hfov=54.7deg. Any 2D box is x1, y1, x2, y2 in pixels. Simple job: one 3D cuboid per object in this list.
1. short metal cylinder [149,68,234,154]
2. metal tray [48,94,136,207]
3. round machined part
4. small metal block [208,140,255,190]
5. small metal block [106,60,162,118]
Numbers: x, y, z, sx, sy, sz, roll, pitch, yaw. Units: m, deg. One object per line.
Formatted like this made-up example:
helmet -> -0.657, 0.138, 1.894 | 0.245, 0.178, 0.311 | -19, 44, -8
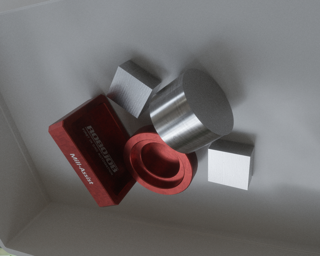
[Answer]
short metal cylinder -> 0.035, -0.018, 0.340 | 0.050, 0.080, 0.080 | -33, 100, 38
metal tray -> -0.079, 0.030, 0.422 | 0.030, 0.090, 0.130 | -18, 109, 35
round machined part -> 0.004, 0.038, 0.414 | 0.098, 0.042, 0.097 | 13, 124, 20
small metal block -> 0.088, 0.045, 0.387 | 0.050, 0.025, 0.050 | 10, 122, 24
small metal block -> -0.034, -0.049, 0.392 | 0.050, 0.025, 0.050 | 36, 129, 5
